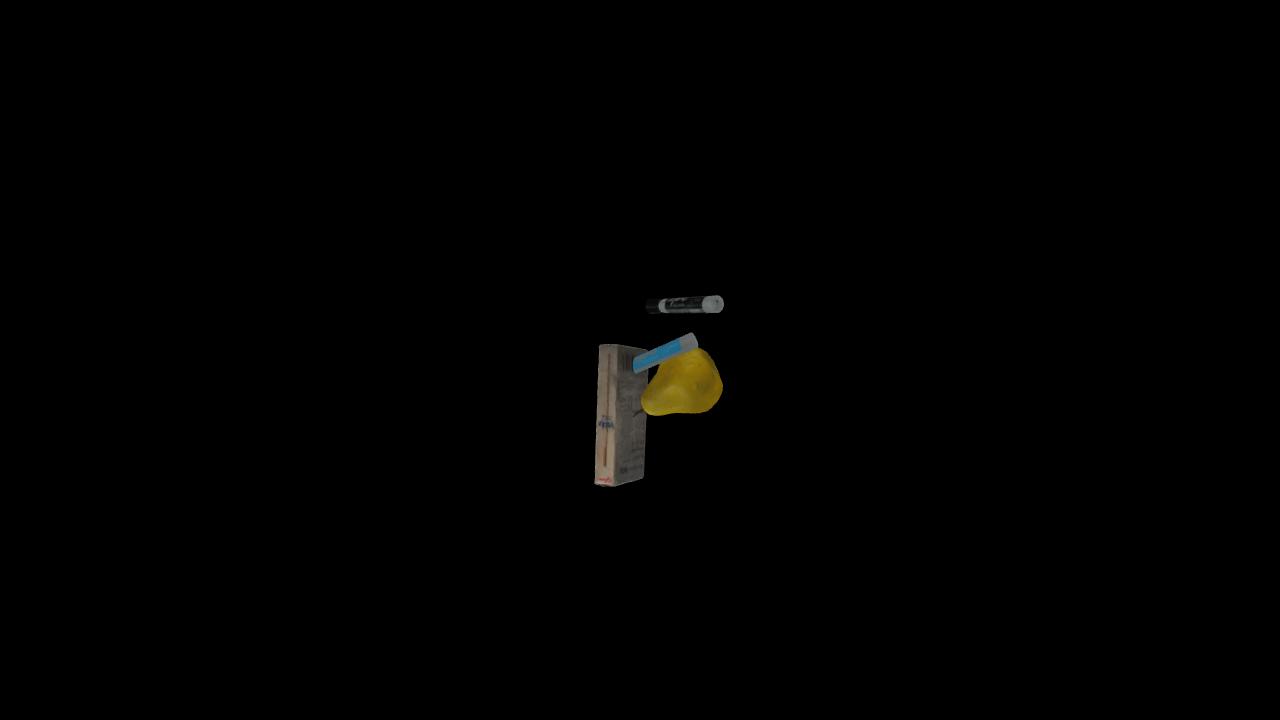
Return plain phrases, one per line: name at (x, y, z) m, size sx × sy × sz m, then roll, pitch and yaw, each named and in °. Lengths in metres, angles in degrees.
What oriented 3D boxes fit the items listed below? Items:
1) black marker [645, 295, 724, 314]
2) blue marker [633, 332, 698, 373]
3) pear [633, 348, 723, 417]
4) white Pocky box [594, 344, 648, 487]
black marker at (0.046, -0.062, 0.696) m, size 0.020 × 0.020 × 0.121 m, roll 0°, pitch 3°, yaw -36°
blue marker at (0.008, 0.001, 0.694) m, size 0.121 × 0.020 × 0.020 m, roll -23°, pitch -8°, yaw 18°
pear at (0.037, 0.035, 0.703) m, size 0.111 × 0.080 × 0.080 m, roll -27°, pitch -6°, yaw 12°
white Pocky box at (-0.019, 0.061, 0.698) m, size 0.028 × 0.154 × 0.084 m, roll 1°, pitch -3°, yaw 24°
